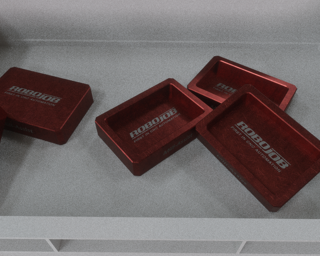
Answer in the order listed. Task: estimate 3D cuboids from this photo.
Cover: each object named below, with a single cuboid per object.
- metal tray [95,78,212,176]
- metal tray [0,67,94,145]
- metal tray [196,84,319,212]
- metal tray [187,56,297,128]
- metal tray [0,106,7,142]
[{"bbox_3d":[-0.006,-0.007,0.407,0.131,0.030,0.090,-32,57,-24],"label":"metal tray"},{"bbox_3d":[-0.171,-0.034,0.428,0.131,0.030,0.090,15,51,11],"label":"metal tray"},{"bbox_3d":[0.117,0.019,0.362,0.090,0.030,0.130,-39,65,-9],"label":"metal tray"},{"bbox_3d":[0.115,-0.048,0.443,0.130,0.030,0.090,27,55,21],"label":"metal tray"},{"bbox_3d":[-0.239,0.030,0.352,0.091,0.030,0.130,0,64,0],"label":"metal tray"}]
